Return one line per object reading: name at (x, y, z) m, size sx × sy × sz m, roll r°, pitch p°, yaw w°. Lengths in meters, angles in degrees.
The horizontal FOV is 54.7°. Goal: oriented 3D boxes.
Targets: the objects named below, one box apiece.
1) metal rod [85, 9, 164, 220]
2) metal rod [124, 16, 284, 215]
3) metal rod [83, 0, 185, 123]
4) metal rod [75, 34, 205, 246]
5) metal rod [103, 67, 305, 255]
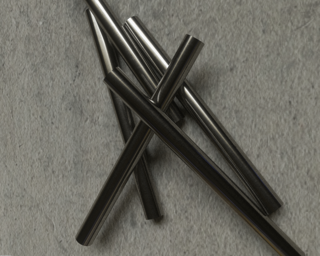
metal rod at (-0.050, -0.025, 0.425) m, size 0.025 × 0.025 × 0.299 m, roll -19°, pitch 84°, yaw 18°
metal rod at (0.047, -0.024, 0.391) m, size 0.025 × 0.025 × 0.299 m, roll -39°, pitch 78°, yaw 15°
metal rod at (-0.061, -0.131, 0.412) m, size 0.025 × 0.025 × 0.299 m, roll -35°, pitch 85°, yaw 16°
metal rod at (-0.031, 0.024, 0.390) m, size 0.025 × 0.025 × 0.298 m, roll 33°, pitch 102°, yaw 16°
metal rod at (0.050, 0.045, 0.355) m, size 0.300 × 0.025 × 0.025 m, roll 45°, pitch 104°, yaw 0°
